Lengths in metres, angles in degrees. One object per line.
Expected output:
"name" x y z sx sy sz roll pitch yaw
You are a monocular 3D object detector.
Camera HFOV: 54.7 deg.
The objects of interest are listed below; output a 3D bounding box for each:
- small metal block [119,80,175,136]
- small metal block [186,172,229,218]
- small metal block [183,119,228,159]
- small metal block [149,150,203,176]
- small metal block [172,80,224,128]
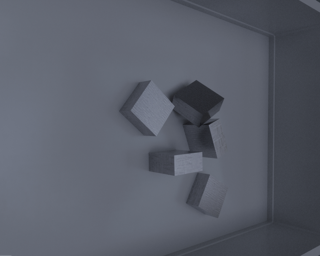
"small metal block" -0.016 -0.025 0.395 0.050 0.025 0.050 46 62 -31
"small metal block" 0.073 0.102 0.470 0.050 0.025 0.050 37 67 -34
"small metal block" 0.065 0.014 0.447 0.025 0.050 0.050 -28 108 -37
"small metal block" 0.020 0.045 0.410 0.050 0.050 0.025 -3 92 -40
"small metal block" 0.053 -0.035 0.434 0.050 0.050 0.025 -37 154 -34
